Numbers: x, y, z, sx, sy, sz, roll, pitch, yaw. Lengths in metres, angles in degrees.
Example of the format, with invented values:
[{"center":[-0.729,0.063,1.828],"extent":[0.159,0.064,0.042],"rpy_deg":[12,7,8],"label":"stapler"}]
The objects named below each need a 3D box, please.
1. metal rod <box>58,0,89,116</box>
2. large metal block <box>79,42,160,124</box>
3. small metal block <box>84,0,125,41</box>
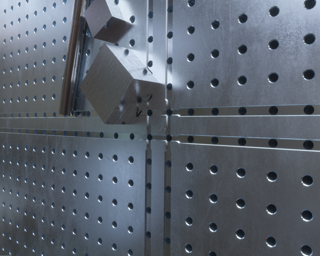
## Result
[{"center":[-0.139,-0.169,0.524],"extent":[0.025,0.025,0.298],"rpy_deg":[17,101,38],"label":"metal rod"},{"center":[-0.060,-0.061,0.443],"extent":[0.080,0.050,0.080],"rpy_deg":[52,120,27],"label":"large metal block"},{"center":[-0.088,-0.173,0.482],"extent":[0.050,0.025,0.050],"rpy_deg":[-35,69,34],"label":"small metal block"}]
